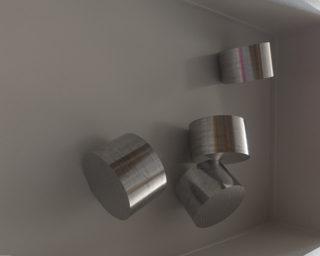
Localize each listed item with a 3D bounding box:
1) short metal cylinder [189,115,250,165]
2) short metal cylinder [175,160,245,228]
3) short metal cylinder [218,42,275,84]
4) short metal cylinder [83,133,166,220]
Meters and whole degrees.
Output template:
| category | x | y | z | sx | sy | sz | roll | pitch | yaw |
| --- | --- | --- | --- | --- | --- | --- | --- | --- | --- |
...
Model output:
| category | x | y | z | sx | sy | sz | roll | pitch | yaw |
| --- | --- | --- | --- | --- | --- | --- | --- | --- | --- |
| short metal cylinder | 0.082 | 0.019 | 0.432 | 0.081 | 0.080 | 0.050 | 14 | 66 | -39 |
| short metal cylinder | 0.068 | 0.090 | 0.423 | 0.081 | 0.050 | 0.079 | -19 | 135 | -20 |
| short metal cylinder | 0.134 | -0.100 | 0.483 | 0.081 | 0.080 | 0.050 | -18 | 102 | -39 |
| short metal cylinder | -0.039 | 0.052 | 0.338 | 0.050 | 0.080 | 0.080 | -30 | 109 | -36 |
